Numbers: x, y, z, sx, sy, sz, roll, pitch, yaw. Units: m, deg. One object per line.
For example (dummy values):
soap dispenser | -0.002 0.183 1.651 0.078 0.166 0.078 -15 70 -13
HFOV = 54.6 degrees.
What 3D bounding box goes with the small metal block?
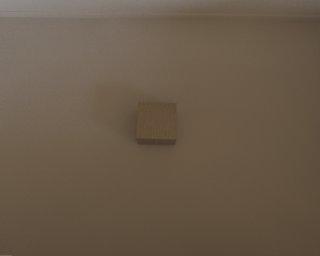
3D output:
small metal block | -0.004 -0.006 0.408 0.050 0.025 0.050 2 70 1
